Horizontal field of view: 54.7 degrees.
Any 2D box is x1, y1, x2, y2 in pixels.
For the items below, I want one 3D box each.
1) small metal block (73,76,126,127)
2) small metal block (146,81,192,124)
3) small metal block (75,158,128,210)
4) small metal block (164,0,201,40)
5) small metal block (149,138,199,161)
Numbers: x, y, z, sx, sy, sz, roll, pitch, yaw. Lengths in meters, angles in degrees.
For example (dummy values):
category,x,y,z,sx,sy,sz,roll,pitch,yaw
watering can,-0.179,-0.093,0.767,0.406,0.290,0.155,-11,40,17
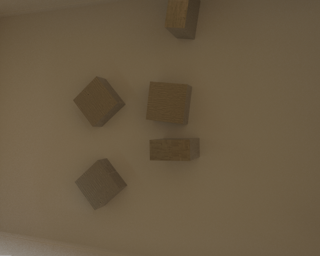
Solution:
category,x,y,z,sx,sy,sz,roll,pitch,yaw
small metal block,-0.086,-0.037,0.441,0.050,0.025,0.050,-42,77,15
small metal block,0.012,-0.033,0.406,0.050,0.025,0.050,7,93,19
small metal block,-0.084,0.079,0.440,0.050,0.025,0.050,-43,77,15
small metal block,0.029,-0.143,0.387,0.025,0.050,0.050,10,93,20
small metal block,0.020,0.026,0.390,0.050,0.050,0.025,-1,90,20
